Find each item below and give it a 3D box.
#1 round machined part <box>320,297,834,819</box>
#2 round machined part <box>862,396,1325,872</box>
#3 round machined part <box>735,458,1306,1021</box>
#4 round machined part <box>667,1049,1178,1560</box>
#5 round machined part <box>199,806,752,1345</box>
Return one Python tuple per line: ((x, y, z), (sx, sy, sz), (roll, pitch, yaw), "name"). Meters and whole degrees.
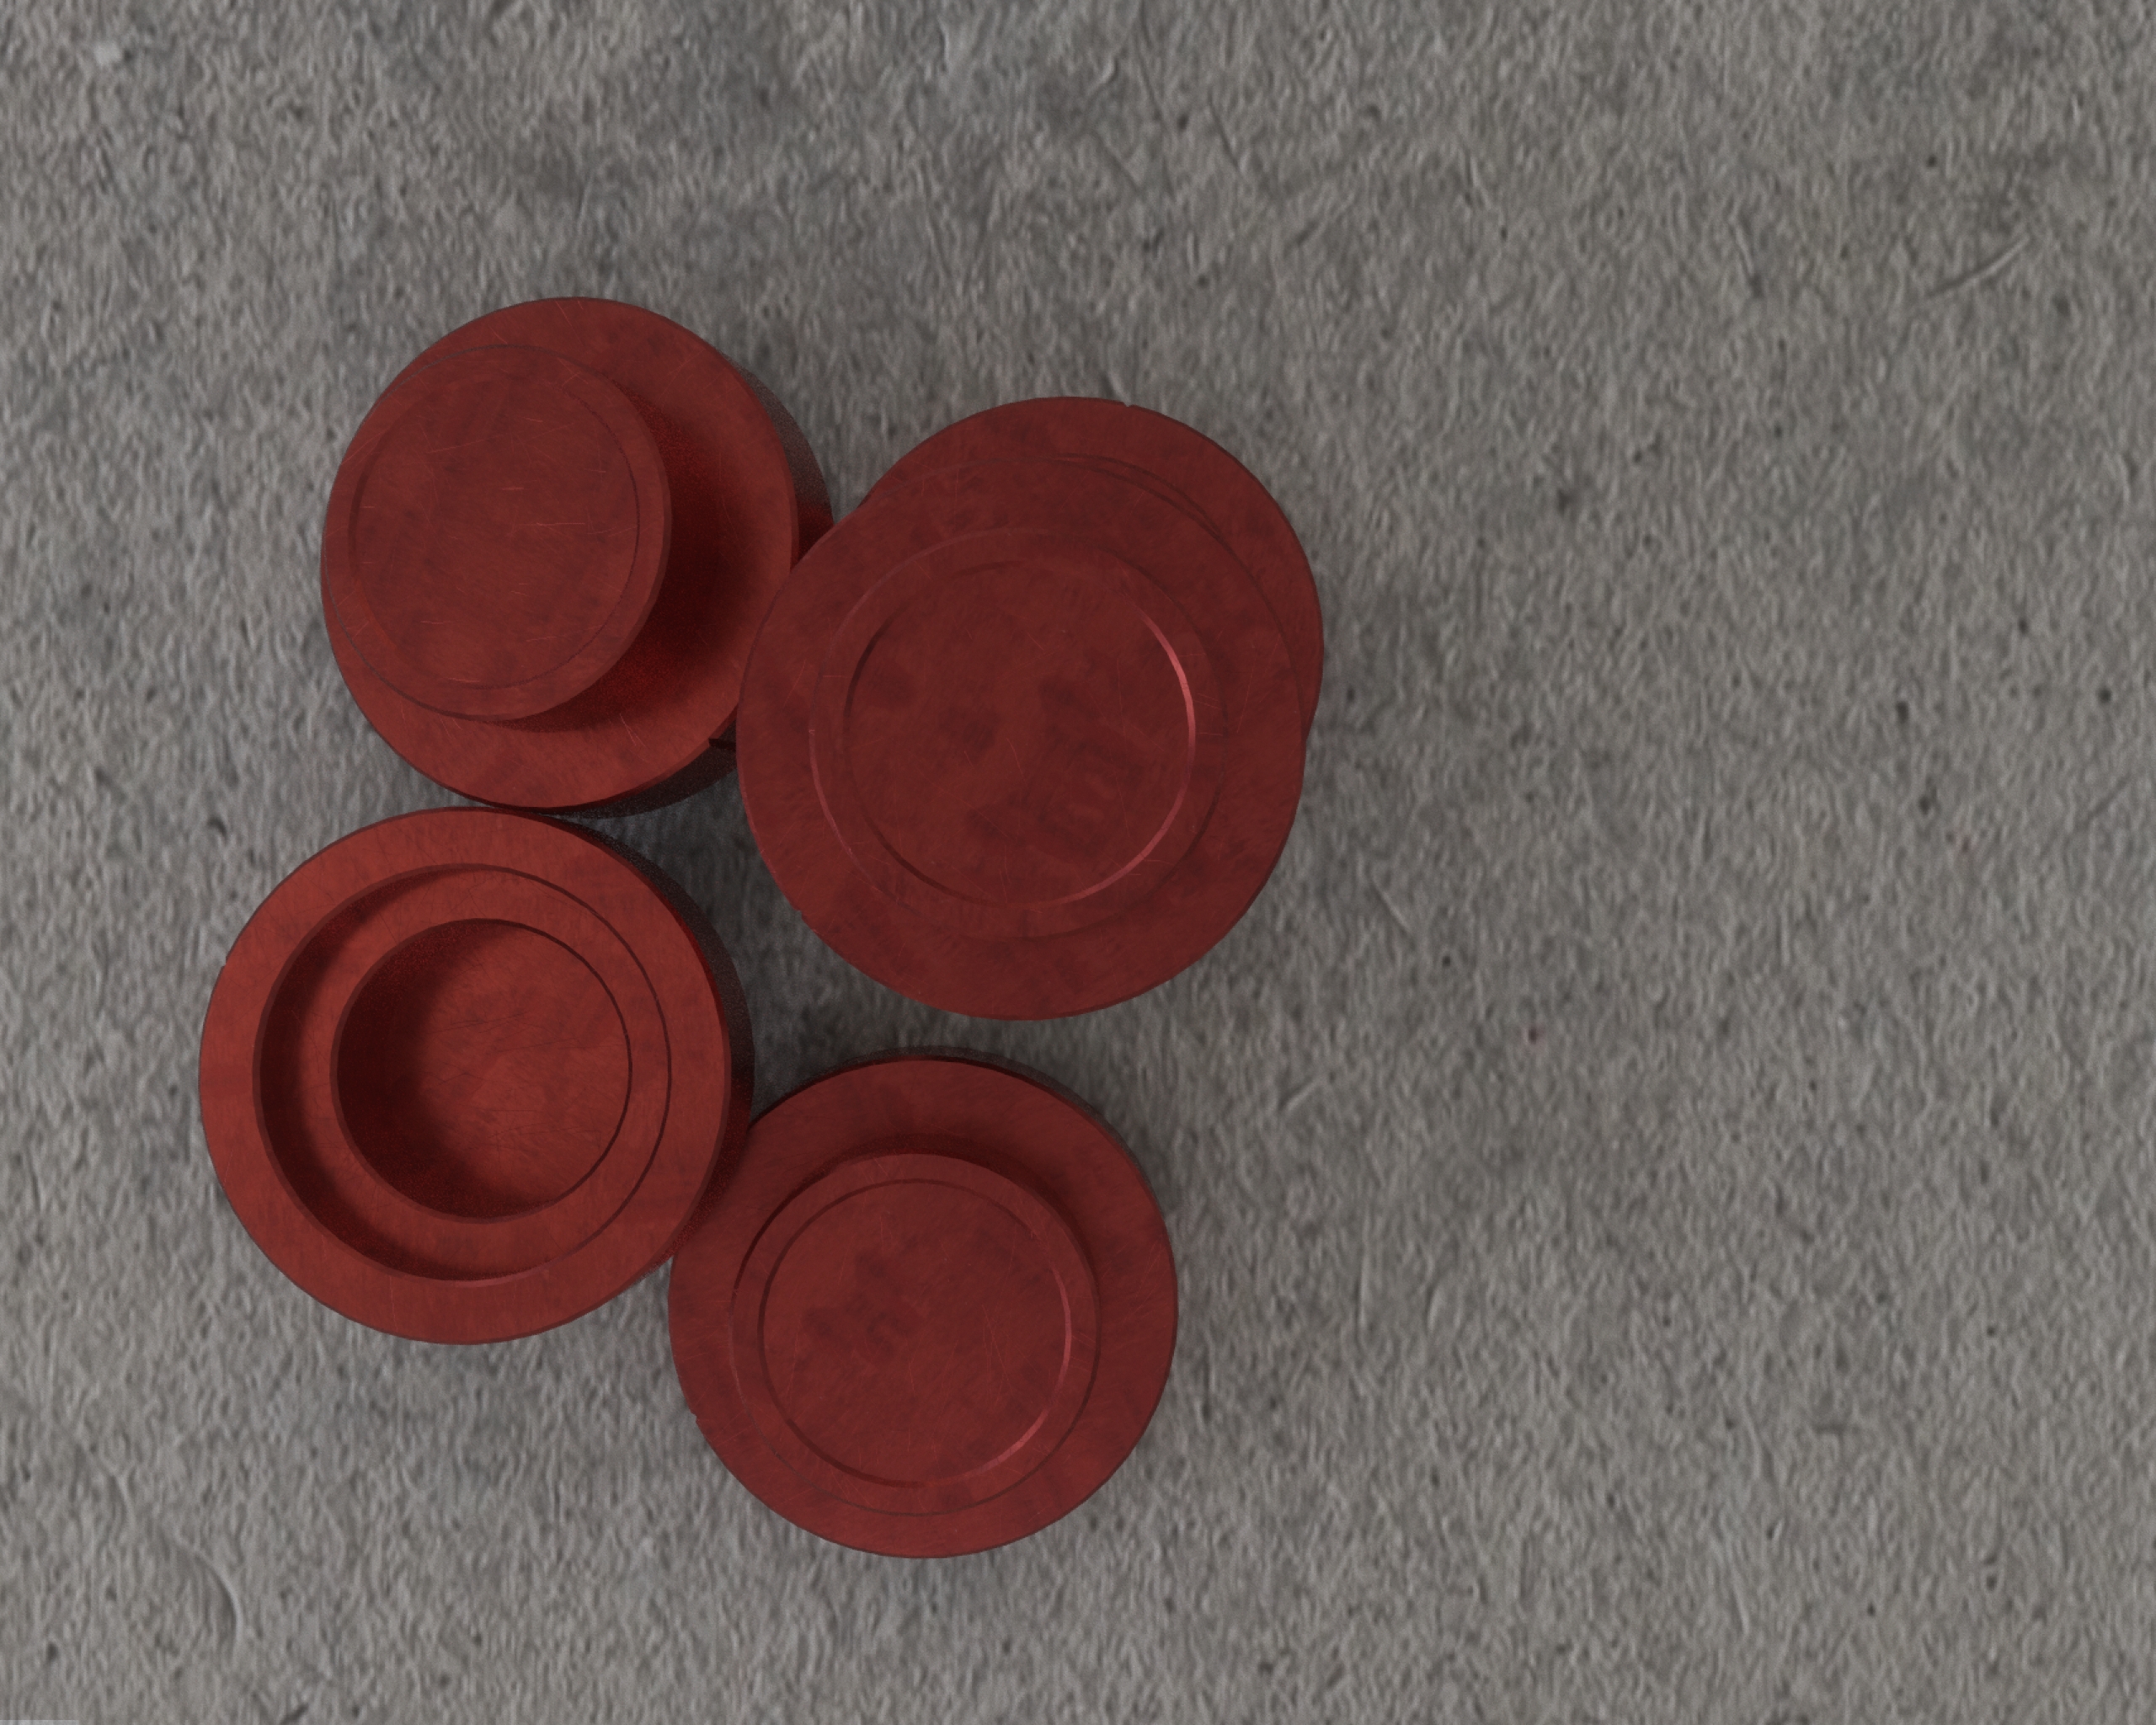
((-0.099, -0.058, 0.389), (0.098, 0.042, 0.097), (-1, 87, 14), "round machined part")
((-0.002, -0.041, 0.401), (0.099, 0.042, 0.097), (0, 90, 0), "round machined part")
((-0.010, -0.021, 0.359), (0.099, 0.042, 0.097), (0, 91, -1), "round machined part")
((-0.030, 0.086, 0.401), (0.099, 0.042, 0.097), (0, 90, 0), "round machined part")
((-0.110, 0.039, 0.398), (0.099, 0.042, 0.097), (0, 88, 3), "round machined part")
